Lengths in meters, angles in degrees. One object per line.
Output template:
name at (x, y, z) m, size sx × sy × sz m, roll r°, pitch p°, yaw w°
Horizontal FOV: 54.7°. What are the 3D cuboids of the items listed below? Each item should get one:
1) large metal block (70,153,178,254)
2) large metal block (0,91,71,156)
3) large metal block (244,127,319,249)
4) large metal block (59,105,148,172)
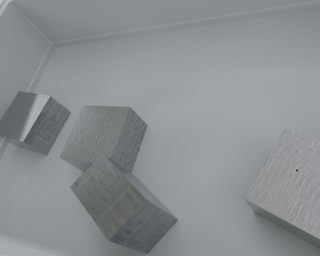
large metal block at (-0.038, 0.083, 0.338) m, size 0.050 × 0.080 × 0.080 m, roll -48°, pitch 52°, yaw -5°
large metal block at (-0.206, -0.009, 0.501) m, size 0.080 × 0.050 × 0.080 m, roll 10°, pitch 67°, yaw 32°
large metal block at (0.137, 0.057, 0.283) m, size 0.080 × 0.050 × 0.080 m, roll 25°, pitch 75°, yaw 36°
large metal block at (-0.074, 0.017, 0.416) m, size 0.080 × 0.050 × 0.080 m, roll 4°, pitch 64°, yaw 29°
